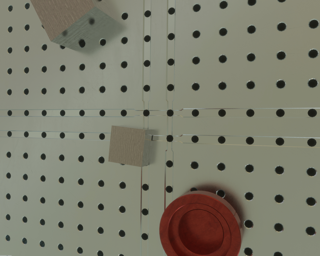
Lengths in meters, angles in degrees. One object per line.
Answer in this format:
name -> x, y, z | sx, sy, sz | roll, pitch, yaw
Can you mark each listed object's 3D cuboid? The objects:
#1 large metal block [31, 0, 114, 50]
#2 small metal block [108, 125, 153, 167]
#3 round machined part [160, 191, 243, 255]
large metal block -> -0.127, -0.174, 0.444 | 0.080, 0.050, 0.080 | -31, 80, 17
small metal block -> -0.041, 0.024, 0.427 | 0.050, 0.025, 0.050 | 7, 92, 19
round machined part -> 0.052, 0.126, 0.385 | 0.098, 0.042, 0.097 | 0, 90, 20
